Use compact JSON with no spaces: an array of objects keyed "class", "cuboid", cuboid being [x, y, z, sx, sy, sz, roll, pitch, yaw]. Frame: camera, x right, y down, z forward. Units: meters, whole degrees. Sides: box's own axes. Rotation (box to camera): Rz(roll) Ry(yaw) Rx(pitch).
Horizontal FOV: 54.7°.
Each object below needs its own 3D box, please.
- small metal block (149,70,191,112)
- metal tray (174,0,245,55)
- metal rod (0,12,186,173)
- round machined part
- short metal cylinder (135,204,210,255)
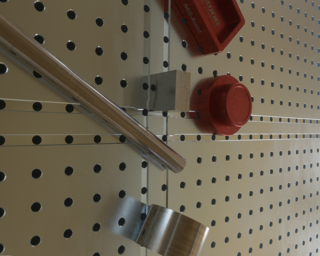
[{"class":"small metal block","cuboid":[0.013,-0.046,0.405,0.025,0.050,0.050,4,88,-40]},{"class":"metal tray","cuboid":[0.073,-0.189,0.468,0.090,0.030,0.130,-51,120,-28]},{"class":"metal rod","cuboid":[-0.071,-0.028,0.351,0.301,0.025,0.025,40,66,-33]},{"class":"round machined part","cuboid":[0.110,-0.036,0.493,0.099,0.042,0.097,0,90,-40]},{"class":"short metal cylinder","cuboid":[0.016,0.136,0.389,0.080,0.080,0.050,38,67,-34]}]
